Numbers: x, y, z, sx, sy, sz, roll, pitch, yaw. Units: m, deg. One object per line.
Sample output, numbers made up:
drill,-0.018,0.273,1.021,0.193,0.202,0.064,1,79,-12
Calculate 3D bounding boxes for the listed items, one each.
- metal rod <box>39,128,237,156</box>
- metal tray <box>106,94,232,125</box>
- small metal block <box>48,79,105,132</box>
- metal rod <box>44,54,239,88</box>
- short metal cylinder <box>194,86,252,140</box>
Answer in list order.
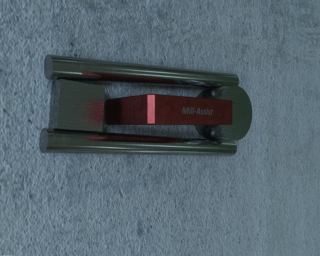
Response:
metal rod,-0.001,0.023,0.406,0.302,0.025,0.025,5,87,-40
metal tray,0.013,-0.019,0.373,0.131,0.090,0.030,0,90,-40
small metal block,-0.089,-0.023,0.332,0.050,0.025,0.050,5,87,-40
metal rod,0.003,-0.069,0.409,0.302,0.025,0.025,-4,93,-40
short metal cylinder,0.095,-0.022,0.469,0.081,0.050,0.079,0,90,-40
